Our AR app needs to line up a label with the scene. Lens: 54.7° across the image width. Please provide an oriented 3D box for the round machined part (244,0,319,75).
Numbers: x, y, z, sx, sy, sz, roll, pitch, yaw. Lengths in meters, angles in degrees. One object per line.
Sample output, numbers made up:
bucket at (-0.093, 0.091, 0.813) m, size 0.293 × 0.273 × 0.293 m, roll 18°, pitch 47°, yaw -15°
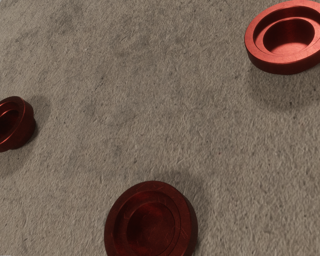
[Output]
round machined part at (0.156, -0.103, 0.374) m, size 0.098 × 0.042 × 0.098 m, roll -13°, pitch 56°, yaw 20°

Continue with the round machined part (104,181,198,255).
round machined part at (-0.006, 0.109, 0.328) m, size 0.098 × 0.042 × 0.098 m, roll -13°, pitch 56°, yaw 20°

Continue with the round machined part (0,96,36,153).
round machined part at (-0.252, -0.002, 0.524) m, size 0.098 × 0.042 × 0.098 m, roll -13°, pitch 56°, yaw 20°
